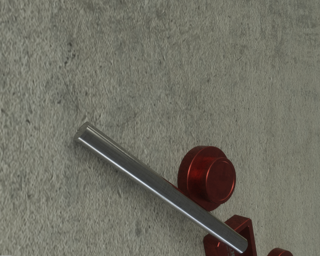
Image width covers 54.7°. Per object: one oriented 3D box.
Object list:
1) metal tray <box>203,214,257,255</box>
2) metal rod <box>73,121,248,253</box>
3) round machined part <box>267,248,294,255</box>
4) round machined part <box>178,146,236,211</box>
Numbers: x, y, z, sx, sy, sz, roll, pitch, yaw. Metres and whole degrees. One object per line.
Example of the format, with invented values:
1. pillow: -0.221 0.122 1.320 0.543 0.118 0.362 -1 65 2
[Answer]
1. metal tray: 0.121 0.221 0.506 0.091 0.030 0.129 -19 102 -39
2. metal rod: 0.018 0.090 0.401 0.301 0.025 0.025 40 65 -26
3. round machined part: 0.241 0.288 0.600 0.099 0.042 0.097 0 90 -40
4. round machined part: 0.076 0.076 0.460 0.099 0.042 0.097 0 90 -40
